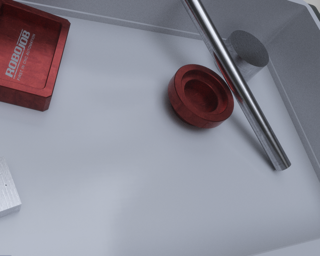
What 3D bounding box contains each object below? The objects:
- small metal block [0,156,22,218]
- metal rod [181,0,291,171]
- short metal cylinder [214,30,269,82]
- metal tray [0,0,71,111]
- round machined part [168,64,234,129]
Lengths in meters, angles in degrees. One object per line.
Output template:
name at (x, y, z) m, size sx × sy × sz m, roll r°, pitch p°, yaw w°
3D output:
small metal block at (-0.162, 0.059, 0.283) m, size 0.050 × 0.025 × 0.050 m, roll -17°, pitch 71°, yaw -35°
metal rod at (0.114, -0.068, 0.461) m, size 0.025 × 0.025 × 0.299 m, roll -35°, pitch 97°, yaw -38°
short metal cylinder at (0.142, -0.124, 0.545) m, size 0.081 × 0.050 × 0.080 m, roll 14°, pitch 56°, yaw -21°
metal tray at (-0.165, -0.090, 0.368) m, size 0.091 × 0.030 × 0.130 m, roll 15°, pitch 56°, yaw -20°
round machined part at (0.055, -0.042, 0.452) m, size 0.099 × 0.042 × 0.098 m, roll 14°, pitch 56°, yaw -21°
